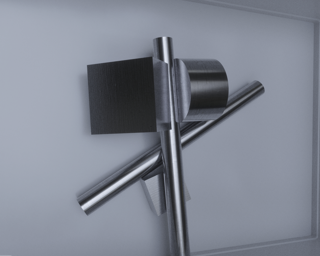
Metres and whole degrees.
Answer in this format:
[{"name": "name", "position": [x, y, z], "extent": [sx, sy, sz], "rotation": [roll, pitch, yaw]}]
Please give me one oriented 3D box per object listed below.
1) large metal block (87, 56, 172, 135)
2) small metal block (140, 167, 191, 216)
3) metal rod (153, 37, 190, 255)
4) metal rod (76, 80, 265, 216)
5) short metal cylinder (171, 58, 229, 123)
[{"name": "large metal block", "position": [-0.035, -0.035, 0.363], "extent": [0.080, 0.050, 0.079], "rotation": [-3, 91, 20]}, {"name": "small metal block", "position": [0.007, 0.081, 0.413], "extent": [0.050, 0.025, 0.050], "rotation": [-23, 98, -19]}, {"name": "metal rod", "position": [0.016, 0.038, 0.388], "extent": [0.025, 0.025, 0.298], "rotation": [-5, 91, -20]}, {"name": "metal rod", "position": [0.027, 0.018, 0.419], "extent": [0.302, 0.025, 0.025], "rotation": [-33, 101, -17]}, {"name": "short metal cylinder", "position": [0.044, -0.048, 0.396], "extent": [0.050, 0.080, 0.079], "rotation": [-5, 92, -22]}]
